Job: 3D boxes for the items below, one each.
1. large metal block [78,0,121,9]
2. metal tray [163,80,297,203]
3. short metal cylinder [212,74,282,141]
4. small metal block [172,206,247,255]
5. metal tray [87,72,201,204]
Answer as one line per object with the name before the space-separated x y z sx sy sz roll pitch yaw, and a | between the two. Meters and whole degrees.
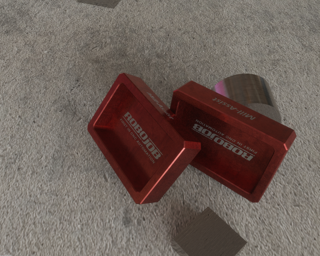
large metal block | -0.123 -0.292 0.612 0.080 0.080 0.050 14 52 12
metal tray | 0.069 0.014 0.346 0.130 0.089 0.030 30 43 23
short metal cylinder | 0.103 -0.021 0.386 0.081 0.080 0.050 -2 50 -2
small metal block | 0.048 0.116 0.306 0.050 0.025 0.050 -35 58 -26
metal tray | -0.025 0.009 0.354 0.030 0.090 0.130 9 33 -51
